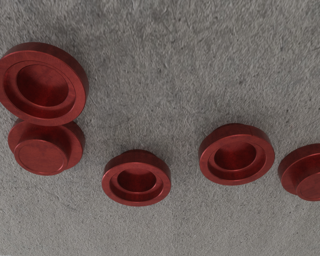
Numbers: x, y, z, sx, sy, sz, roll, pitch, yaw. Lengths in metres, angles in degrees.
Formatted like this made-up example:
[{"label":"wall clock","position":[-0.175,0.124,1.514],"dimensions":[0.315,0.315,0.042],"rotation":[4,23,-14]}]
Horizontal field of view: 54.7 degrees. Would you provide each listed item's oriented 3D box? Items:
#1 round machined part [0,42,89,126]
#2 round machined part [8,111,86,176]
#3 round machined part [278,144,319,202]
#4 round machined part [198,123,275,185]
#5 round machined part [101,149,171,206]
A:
[{"label":"round machined part","position":[-0.130,-0.052,0.350],"dimensions":[0.099,0.042,0.097],"rotation":[0,130,0]},{"label":"round machined part","position":[-0.154,0.027,0.417],"dimensions":[0.099,0.042,0.097],"rotation":[0,130,0]},{"label":"round machined part","position":[0.231,0.072,0.459],"dimensions":[0.099,0.042,0.097],"rotation":[0,130,0]},{"label":"round machined part","position":[0.101,0.032,0.424],"dimensions":[0.099,0.042,0.097],"rotation":[0,130,0]},{"label":"round machined part","position":[-0.033,0.069,0.454],"dimensions":[0.099,0.042,0.097],"rotation":[0,130,0]}]
